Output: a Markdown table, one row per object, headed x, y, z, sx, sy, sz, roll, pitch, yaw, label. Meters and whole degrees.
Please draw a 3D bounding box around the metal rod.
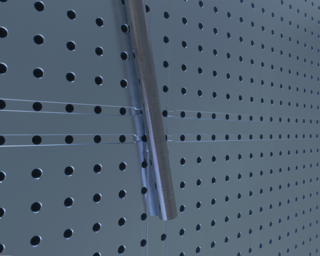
| x | y | z | sx | sy | sz | roll | pitch | yaw | label |
| --- | --- | --- | --- | --- | --- | --- | --- | --- | --- |
| -0.011 | -0.026 | 0.401 | 0.025 | 0.025 | 0.298 | -15 | 100 | -39 | metal rod |
